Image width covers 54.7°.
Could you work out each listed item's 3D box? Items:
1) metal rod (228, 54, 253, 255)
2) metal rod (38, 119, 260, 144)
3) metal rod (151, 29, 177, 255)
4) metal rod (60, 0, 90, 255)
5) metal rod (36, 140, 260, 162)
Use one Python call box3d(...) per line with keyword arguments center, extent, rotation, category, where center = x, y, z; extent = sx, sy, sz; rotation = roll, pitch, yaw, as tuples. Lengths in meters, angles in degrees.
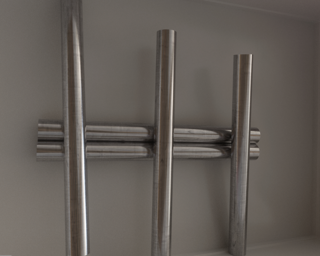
box3d(center=(0.110, 0.052, 0.428), extent=(0.025, 0.025, 0.298), rotation=(-4, 100, -20), category="metal rod")
box3d(center=(0.001, 0.007, 0.411), extent=(0.303, 0.025, 0.025), rotation=(2, 90, -21), category="metal rod")
box3d(center=(0.005, 0.030, 0.386), extent=(0.025, 0.025, 0.298), rotation=(2, 90, -20), category="metal rod")
box3d(center=(-0.096, -0.014, 0.348), extent=(0.025, 0.025, 0.298), rotation=(-1, 82, -20), category="metal rod")
box3d(center=(-0.001, 0.031, 0.410), extent=(0.303, 0.025, 0.025), rotation=(2, 90, -21), category="metal rod")
